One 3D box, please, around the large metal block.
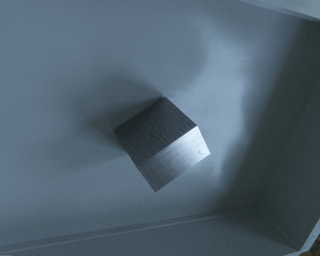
[{"bbox_3d":[0.001,0.017,0.382,0.080,0.080,0.050,-34,129,-6],"label":"large metal block"}]
